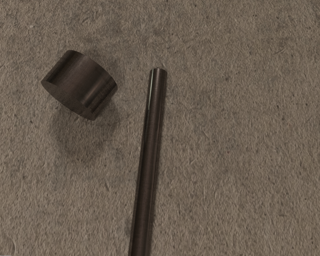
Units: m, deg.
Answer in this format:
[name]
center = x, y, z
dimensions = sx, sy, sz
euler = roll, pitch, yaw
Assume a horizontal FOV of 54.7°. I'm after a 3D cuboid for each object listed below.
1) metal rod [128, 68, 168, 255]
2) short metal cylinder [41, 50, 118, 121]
[metal rod]
center = -0.016, 0.062, 0.385
dimensions = 0.025, 0.025, 0.299
euler = 5, 70, 1
[short metal cylinder]
center = -0.102, -0.053, 0.397
dimensions = 0.080, 0.080, 0.050
euler = 30, 73, 10
